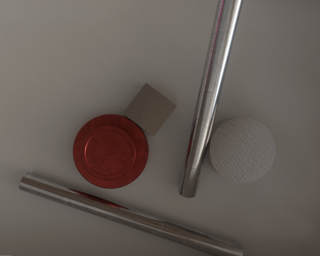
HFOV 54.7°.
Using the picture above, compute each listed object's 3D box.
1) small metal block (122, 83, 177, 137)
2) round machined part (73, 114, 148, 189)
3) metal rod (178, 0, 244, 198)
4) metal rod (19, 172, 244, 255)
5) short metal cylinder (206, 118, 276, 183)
[{"bbox_3d":[-0.013,-0.024,0.411,0.050,0.025,0.050,37,90,-1],"label":"small metal block"},{"bbox_3d":[-0.064,0.031,0.402,0.099,0.042,0.097,0,90,-1],"label":"round machined part"},{"bbox_3d":[0.059,-0.048,0.353,0.025,0.025,0.298,9,114,-1],"label":"metal rod"},{"bbox_3d":[-0.037,0.119,0.411,0.302,0.025,0.025,19,90,-1],"label":"metal rod"},{"bbox_3d":[0.100,0.027,0.400,0.081,0.050,0.079,0,90,-1],"label":"short metal cylinder"}]
